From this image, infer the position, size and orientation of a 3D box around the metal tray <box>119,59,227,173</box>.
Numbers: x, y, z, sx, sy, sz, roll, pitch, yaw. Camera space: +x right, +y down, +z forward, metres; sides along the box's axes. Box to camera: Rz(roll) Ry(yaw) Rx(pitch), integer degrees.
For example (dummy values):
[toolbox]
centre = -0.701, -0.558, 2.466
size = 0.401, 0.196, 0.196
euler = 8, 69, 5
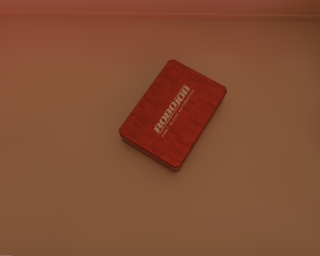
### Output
[metal tray]
centre = 0.019, -0.018, 0.414
size = 0.090, 0.030, 0.130
euler = 31, 73, 10
